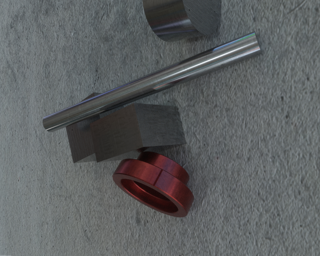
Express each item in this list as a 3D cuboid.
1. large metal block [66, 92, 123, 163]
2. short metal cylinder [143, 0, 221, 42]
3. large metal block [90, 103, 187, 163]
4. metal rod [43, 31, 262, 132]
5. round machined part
[{"bbox_3d":[-0.094,0.001,0.464,0.080,0.050,0.080,-25,74,37],"label":"large metal block"},{"bbox_3d":[0.026,-0.141,0.346,0.050,0.081,0.079,0,90,40],"label":"short metal cylinder"},{"bbox_3d":[-0.027,0.007,0.390,0.080,0.081,0.050,-21,77,38],"label":"large metal block"},{"bbox_3d":[-0.028,-0.047,0.383,0.300,0.025,0.025,-18,79,24],"label":"metal rod"},{"bbox_3d":[-0.004,0.064,0.372,0.098,0.098,0.042,6,55,39],"label":"round machined part"}]
